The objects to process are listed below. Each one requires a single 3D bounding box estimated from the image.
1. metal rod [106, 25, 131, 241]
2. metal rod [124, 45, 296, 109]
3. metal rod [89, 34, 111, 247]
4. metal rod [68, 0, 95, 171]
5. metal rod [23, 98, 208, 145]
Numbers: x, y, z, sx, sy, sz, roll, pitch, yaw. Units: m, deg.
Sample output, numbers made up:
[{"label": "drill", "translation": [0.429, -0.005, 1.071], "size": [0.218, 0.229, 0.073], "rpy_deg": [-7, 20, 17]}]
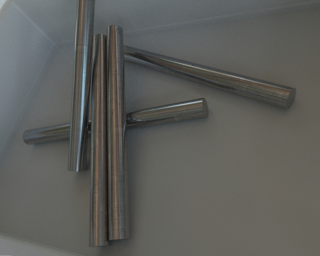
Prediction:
[{"label": "metal rod", "translation": [-0.057, -0.010, 0.410], "size": [0.025, 0.025, 0.299], "rpy_deg": [-14, 66, 20]}, {"label": "metal rod", "translation": [0.036, -0.082, 0.436], "size": [0.300, 0.025, 0.025], "rpy_deg": [24, 75, 36]}, {"label": "metal rod", "translation": [-0.080, 0.000, 0.418], "size": [0.025, 0.025, 0.299], "rpy_deg": [-14, 65, 20]}, {"label": "metal rod", "translation": [-0.110, -0.089, 0.439], "size": [0.025, 0.025, 0.298], "rpy_deg": [1, 87, 29]}, {"label": "metal rod", "translation": [-0.079, -0.005, 0.450], "size": [0.300, 0.025, 0.025], "rpy_deg": [-9, 58, 23]}]
